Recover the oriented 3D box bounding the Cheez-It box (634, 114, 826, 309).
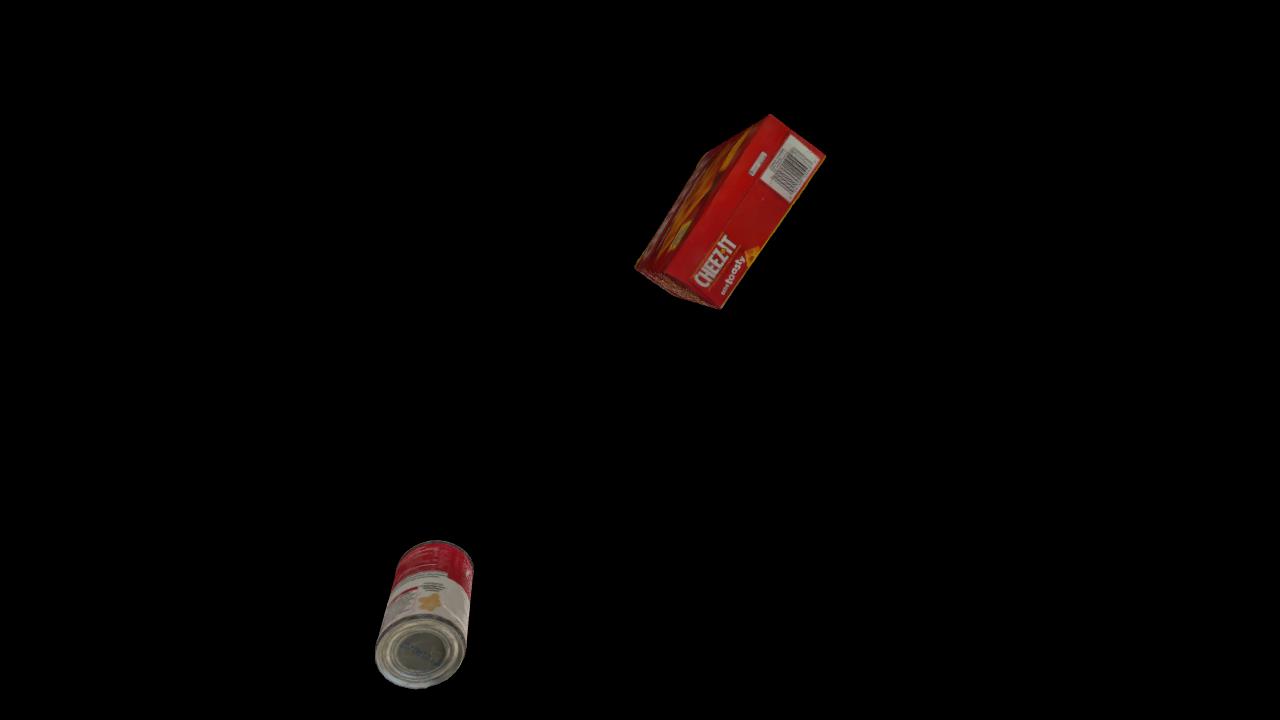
[{"bbox_3d":[0.076,-0.144,0.633,0.071,0.166,0.223,33,4,-12],"label":"Cheez-It box"}]

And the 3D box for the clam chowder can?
[{"bbox_3d":[-0.175,0.206,0.508,0.068,0.068,0.102,0,16,-12],"label":"clam chowder can"}]
